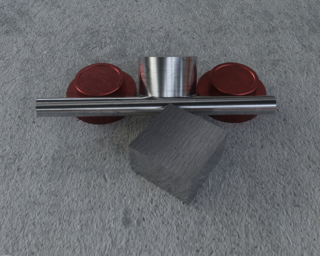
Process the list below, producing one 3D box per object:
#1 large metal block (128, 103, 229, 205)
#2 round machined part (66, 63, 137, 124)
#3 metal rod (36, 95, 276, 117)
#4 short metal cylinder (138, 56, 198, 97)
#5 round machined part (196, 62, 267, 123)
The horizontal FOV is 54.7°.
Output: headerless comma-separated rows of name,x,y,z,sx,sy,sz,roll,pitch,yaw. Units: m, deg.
large metal block,0.022,0.028,0.363,0.080,0.050,0.080,28,56,22
round machined part,-0.083,-0.055,0.438,0.099,0.042,0.098,0,50,0
metal rod,-0.004,-0.028,0.401,0.302,0.025,0.025,-1,50,-1
short metal cylinder,0.011,-0.073,0.426,0.080,0.050,0.080,0,15,0
round machined part,0.102,-0.056,0.442,0.099,0.042,0.098,0,50,0
